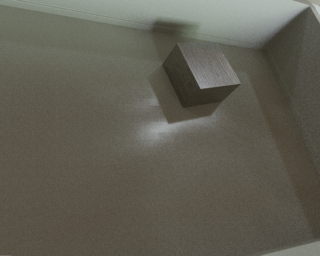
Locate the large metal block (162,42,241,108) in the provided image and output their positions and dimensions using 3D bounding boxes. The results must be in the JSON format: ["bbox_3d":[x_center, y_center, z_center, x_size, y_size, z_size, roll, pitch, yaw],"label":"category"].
[{"bbox_3d":[0.062,-0.082,0.473,0.081,0.050,0.080,-11,68,-33],"label":"large metal block"}]
